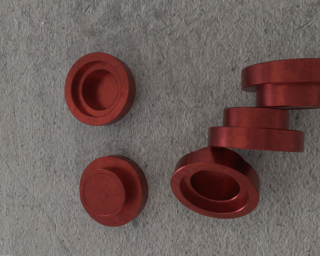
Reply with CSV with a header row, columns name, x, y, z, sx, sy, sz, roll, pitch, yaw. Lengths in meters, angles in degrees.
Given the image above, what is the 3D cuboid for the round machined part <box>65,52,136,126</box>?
name,x,y,z,sx,sy,sz,roll,pitch,yaw
round machined part,-0.078,-0.052,0.427,0.098,0.042,0.097,0,90,20

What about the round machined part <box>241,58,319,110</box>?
name,x,y,z,sx,sy,sz,roll,pitch,yaw
round machined part,0.135,-0.041,0.322,0.098,0.098,0.042,0,90,20

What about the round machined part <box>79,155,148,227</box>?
name,x,y,z,sx,sy,sz,roll,pitch,yaw
round machined part,-0.069,0.087,0.424,0.098,0.042,0.097,0,90,20

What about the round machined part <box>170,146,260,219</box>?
name,x,y,z,sx,sy,sz,roll,pitch,yaw
round machined part,0.065,0.059,0.359,0.098,0.042,0.097,11,134,12

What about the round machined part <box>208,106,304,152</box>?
name,x,y,z,sx,sy,sz,roll,pitch,yaw
round machined part,0.102,0.002,0.334,0.098,0.098,0.042,3,88,20
